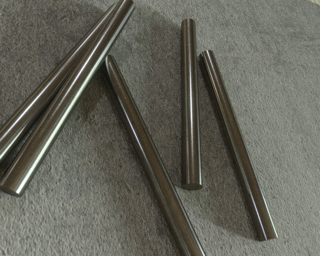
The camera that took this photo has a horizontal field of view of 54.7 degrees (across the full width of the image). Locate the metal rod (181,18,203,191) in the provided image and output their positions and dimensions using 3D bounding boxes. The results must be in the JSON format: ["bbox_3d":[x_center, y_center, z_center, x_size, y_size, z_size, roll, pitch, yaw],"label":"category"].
[{"bbox_3d":[0.045,-0.054,0.460,0.025,0.025,0.300,15,56,-20],"label":"metal rod"}]

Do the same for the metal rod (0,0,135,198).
[{"bbox_3d":[-0.095,-0.059,0.369,0.025,0.025,0.300,28,58,-11],"label":"metal rod"}]

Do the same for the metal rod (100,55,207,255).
[{"bbox_3d":[-0.012,0.037,0.374,0.025,0.025,0.299,-13,69,-34],"label":"metal rod"}]

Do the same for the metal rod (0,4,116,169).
[{"bbox_3d":[-0.115,-0.073,0.385,0.025,0.025,0.301,31,52,-8],"label":"metal rod"}]

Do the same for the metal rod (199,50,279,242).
[{"bbox_3d":[0.108,0.009,0.455,0.025,0.025,0.299,1,61,-28],"label":"metal rod"}]
